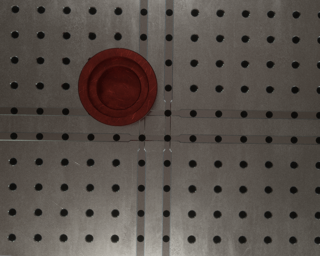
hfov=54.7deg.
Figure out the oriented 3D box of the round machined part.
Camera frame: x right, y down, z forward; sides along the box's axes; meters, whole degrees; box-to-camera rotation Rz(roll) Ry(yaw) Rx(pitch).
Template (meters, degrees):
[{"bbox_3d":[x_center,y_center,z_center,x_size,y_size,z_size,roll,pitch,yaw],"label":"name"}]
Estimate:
[{"bbox_3d":[-0.052,-0.051,0.404,0.099,0.042,0.097,0,90,-1],"label":"round machined part"}]
